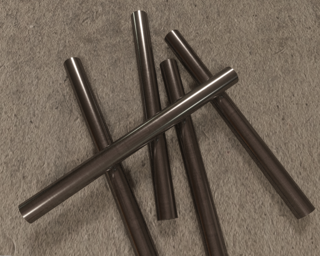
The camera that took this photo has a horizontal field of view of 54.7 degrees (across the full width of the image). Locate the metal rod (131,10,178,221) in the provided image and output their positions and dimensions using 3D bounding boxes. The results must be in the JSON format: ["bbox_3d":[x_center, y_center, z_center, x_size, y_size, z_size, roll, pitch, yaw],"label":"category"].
[{"bbox_3d":[-0.011,-0.030,0.419,0.025,0.025,0.299,-7,70,-3],"label":"metal rod"}]

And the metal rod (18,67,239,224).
[{"bbox_3d":[-0.027,0.013,0.375,0.301,0.025,0.025,-34,74,-12],"label":"metal rod"}]

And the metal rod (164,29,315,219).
[{"bbox_3d":[0.096,-0.017,0.415,0.025,0.025,0.299,-30,73,-11],"label":"metal rod"}]

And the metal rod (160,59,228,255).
[{"bbox_3d":[0.043,0.046,0.391,0.025,0.025,0.299,-11,70,-4],"label":"metal rod"}]

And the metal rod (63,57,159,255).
[{"bbox_3d":[-0.065,0.036,0.393,0.025,0.025,0.299,-22,72,-8],"label":"metal rod"}]
